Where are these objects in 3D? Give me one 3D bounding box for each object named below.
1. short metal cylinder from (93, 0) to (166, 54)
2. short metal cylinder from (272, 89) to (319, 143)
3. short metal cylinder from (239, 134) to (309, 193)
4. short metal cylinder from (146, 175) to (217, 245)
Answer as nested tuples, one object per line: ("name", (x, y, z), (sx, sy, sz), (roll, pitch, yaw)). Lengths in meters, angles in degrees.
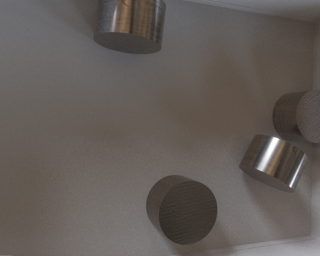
("short metal cylinder", (-0.035, -0.124, 0.369), (0.081, 0.080, 0.050), (7, 88, -20))
("short metal cylinder", (0.225, -0.018, 0.483), (0.081, 0.050, 0.079), (0, 90, -21))
("short metal cylinder", (0.162, 0.051, 0.443), (0.080, 0.080, 0.050), (33, 80, -18))
("short metal cylinder", (0.028, 0.105, 0.409), (0.081, 0.050, 0.079), (0, 90, -21))
